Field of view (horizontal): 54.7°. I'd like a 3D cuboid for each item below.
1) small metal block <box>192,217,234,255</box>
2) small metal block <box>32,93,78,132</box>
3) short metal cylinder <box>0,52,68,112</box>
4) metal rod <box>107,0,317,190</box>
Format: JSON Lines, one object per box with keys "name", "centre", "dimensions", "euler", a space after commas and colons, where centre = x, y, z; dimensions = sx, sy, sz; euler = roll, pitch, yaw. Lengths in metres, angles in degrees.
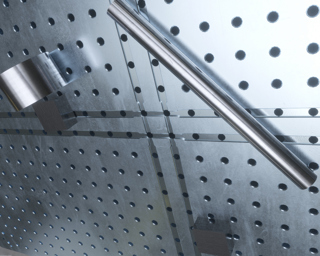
{"name": "small metal block", "centre": [0.082, 0.166, 0.471], "dimensions": [0.050, 0.025, 0.050], "euler": [-2, 118, 29]}
{"name": "small metal block", "centre": [-0.164, -0.023, 0.484], "dimensions": [0.050, 0.025, 0.050], "euler": [-5, 116, 30]}
{"name": "short metal cylinder", "centre": [-0.177, -0.064, 0.429], "dimensions": [0.080, 0.080, 0.050], "euler": [-18, 109, 35]}
{"name": "metal rod", "centre": [0.060, -0.038, 0.355], "dimensions": [0.300, 0.025, 0.025], "euler": [42, 129, -1]}
